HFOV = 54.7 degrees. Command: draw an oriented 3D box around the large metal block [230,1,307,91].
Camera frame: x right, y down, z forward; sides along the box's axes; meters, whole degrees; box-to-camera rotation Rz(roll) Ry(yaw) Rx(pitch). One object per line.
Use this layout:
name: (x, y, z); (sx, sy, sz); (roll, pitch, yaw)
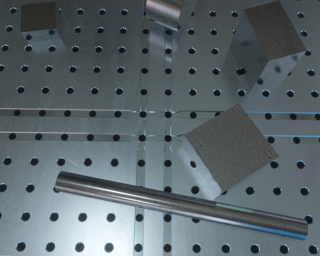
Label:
large metal block: (0.143, -0.110, 0.424); (0.050, 0.080, 0.080); (-16, 71, -6)

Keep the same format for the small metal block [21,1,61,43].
small metal block: (-0.179, -0.160, 0.468); (0.050, 0.025, 0.050); (-7, 70, -3)

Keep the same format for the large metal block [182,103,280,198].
large metal block: (0.084, 0.029, 0.389); (0.080, 0.050, 0.080); (-30, 73, -11)

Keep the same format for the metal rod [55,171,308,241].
metal rod: (0.023, 0.094, 0.377); (0.302, 0.025, 0.025); (11, 70, 3)

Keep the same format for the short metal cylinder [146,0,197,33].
short metal cylinder: (0.020, -0.187, 0.451); (0.050, 0.080, 0.080); (25, 72, 8)
